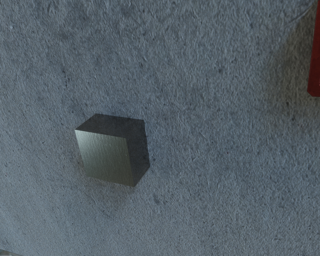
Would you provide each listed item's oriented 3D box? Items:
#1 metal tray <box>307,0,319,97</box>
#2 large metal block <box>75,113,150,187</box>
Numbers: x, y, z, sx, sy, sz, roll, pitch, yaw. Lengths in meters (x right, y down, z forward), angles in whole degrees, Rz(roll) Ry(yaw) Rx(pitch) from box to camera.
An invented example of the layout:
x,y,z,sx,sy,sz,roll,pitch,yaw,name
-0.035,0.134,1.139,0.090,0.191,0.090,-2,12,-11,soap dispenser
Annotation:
x,y,z,sx,sy,sz,roll,pitch,yaw,name
0.198,-0.068,0.256,0.130,0.030,0.089,7,122,24,metal tray
-0.065,0.030,0.442,0.080,0.050,0.079,8,122,23,large metal block
